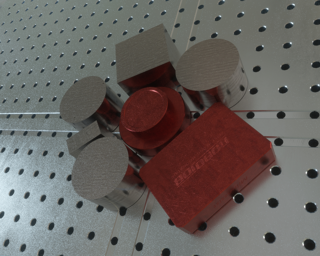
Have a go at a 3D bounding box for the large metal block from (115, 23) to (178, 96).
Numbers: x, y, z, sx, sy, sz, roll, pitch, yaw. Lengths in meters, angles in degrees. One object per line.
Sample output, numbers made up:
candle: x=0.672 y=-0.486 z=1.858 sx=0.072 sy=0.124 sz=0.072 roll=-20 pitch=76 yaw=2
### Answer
large metal block: x=-0.017 y=-0.096 z=0.461 sx=0.080 sy=0.050 sz=0.080 roll=-19 pitch=54 yaw=17

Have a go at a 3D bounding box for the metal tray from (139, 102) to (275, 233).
metal tray: x=0.050 y=0.041 z=0.352 sx=0.130 sy=0.030 sz=0.090 roll=-42 pitch=51 yaw=-1

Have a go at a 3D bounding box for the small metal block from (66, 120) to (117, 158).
small metal block: x=-0.090 y=0.023 z=0.424 sx=0.050 sy=0.050 sz=0.025 roll=-33 pitch=52 yaw=7

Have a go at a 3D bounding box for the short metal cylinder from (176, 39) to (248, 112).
short metal cylinder: x=0.067 y=-0.067 z=0.397 sx=0.080 sy=0.050 sz=0.080 roll=-13 pitch=56 yaw=21

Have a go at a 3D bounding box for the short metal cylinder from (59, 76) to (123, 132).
short metal cylinder: x=-0.101 y=-0.030 z=0.463 sx=0.080 sy=0.050 sz=0.080 roll=-13 pitch=56 yaw=21

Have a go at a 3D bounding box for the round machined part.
round machined part: x=-0.013 y=-0.016 z=0.413 sx=0.098 sy=0.042 sz=0.098 roll=-13 pitch=56 yaw=21

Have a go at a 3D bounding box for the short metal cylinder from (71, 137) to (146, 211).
short metal cylinder: x=-0.062 y=0.058 z=0.389 sx=0.080 sy=0.050 sz=0.080 roll=-13 pitch=56 yaw=21
